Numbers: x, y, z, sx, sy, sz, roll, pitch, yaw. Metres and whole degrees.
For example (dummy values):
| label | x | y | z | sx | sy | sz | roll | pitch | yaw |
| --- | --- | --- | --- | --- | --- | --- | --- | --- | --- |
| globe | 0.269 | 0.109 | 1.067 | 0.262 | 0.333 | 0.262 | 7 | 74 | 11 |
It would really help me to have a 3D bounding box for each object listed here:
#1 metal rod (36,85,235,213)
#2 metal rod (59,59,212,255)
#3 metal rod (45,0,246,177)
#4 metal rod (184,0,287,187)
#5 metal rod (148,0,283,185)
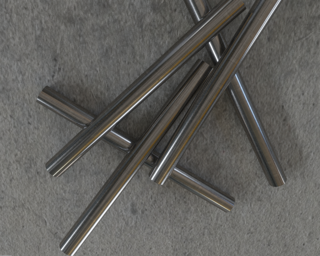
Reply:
| label | x | y | z | sx | sy | sz | roll | pitch | yaw |
| --- | --- | --- | --- | --- | --- | --- | --- | --- | --- |
| metal rod | -0.024 | 0.034 | 0.422 | 0.301 | 0.025 | 0.025 | 32 | 107 | -12 |
| metal rod | -0.033 | 0.041 | 0.395 | 0.025 | 0.025 | 0.299 | 36 | 96 | -13 |
| metal rod | -0.026 | -0.042 | 0.366 | 0.300 | 0.025 | 0.025 | -41 | 106 | 13 |
| metal rod | 0.097 | -0.048 | 0.393 | 0.025 | 0.025 | 0.299 | -27 | 108 | 9 |
| metal rod | 0.069 | -0.056 | 0.362 | 0.025 | 0.025 | 0.298 | 28 | 107 | -10 |
